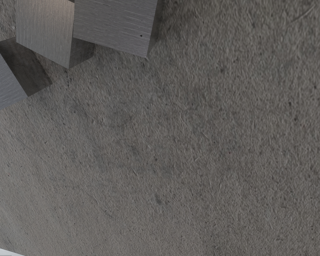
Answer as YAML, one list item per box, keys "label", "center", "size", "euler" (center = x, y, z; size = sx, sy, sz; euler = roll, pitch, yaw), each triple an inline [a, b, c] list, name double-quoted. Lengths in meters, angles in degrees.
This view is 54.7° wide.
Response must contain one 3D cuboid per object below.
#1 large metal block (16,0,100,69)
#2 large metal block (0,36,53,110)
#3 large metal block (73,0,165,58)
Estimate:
- label: "large metal block"
  center: [-0.124, -0.131, 0.375]
  size: [0.080, 0.050, 0.079]
  euler: [28, 128, 10]
- label: "large metal block"
  center: [-0.221, -0.080, 0.458]
  size: [0.080, 0.050, 0.080]
  euler: [-15, 111, 34]
- label: "large metal block"
  center: [-0.040, -0.129, 0.321]
  size: [0.080, 0.050, 0.079]
  euler: [17, 126, 2]
